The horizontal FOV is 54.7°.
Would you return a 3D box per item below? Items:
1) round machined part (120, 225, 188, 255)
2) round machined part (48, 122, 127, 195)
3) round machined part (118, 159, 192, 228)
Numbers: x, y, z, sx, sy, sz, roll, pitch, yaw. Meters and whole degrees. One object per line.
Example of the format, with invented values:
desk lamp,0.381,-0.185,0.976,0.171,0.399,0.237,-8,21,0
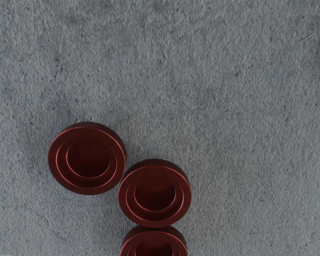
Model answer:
round machined part,-0.009,0.182,0.468,0.099,0.042,0.097,0,110,0
round machined part,-0.093,0.037,0.413,0.099,0.042,0.097,0,110,0
round machined part,-0.007,0.086,0.432,0.099,0.042,0.097,0,110,0
